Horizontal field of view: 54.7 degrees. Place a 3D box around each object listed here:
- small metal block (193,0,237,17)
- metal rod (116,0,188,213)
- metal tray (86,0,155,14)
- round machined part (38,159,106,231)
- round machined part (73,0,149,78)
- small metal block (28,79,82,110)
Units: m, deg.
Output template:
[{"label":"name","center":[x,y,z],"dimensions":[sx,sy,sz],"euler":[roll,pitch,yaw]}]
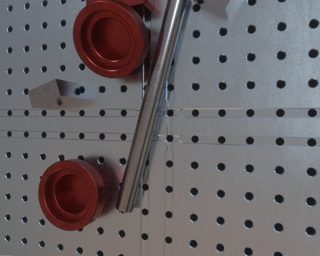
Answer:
[{"label":"small metal block","center":[0.074,-0.176,0.387],"dimensions":[0.050,0.025,0.050],"euler":[31,100,17]},{"label":"metal rod","center":[-0.012,-0.032,0.416],"dimensions":[0.025,0.025,0.298],"euler":[16,95,19]},{"label":"metal tray","center":[-0.059,-0.223,0.431],"dimensions":[0.090,0.030,0.129],"euler":[-4,89,19]},{"label":"round machined part","center":[-0.121,0.093,0.446],"dimensions":[0.098,0.042,0.097],"euler":[0,90,20]},{"label":"round machined part","center":[-0.061,-0.119,0.412],"dimensions":[0.098,0.042,0.097],"euler":[8,119,15]},{"label":"small metal block","center":[-0.153,-0.048,0.453],"dimensions":[0.050,0.050,0.025],"euler":[-19,84,19]}]
